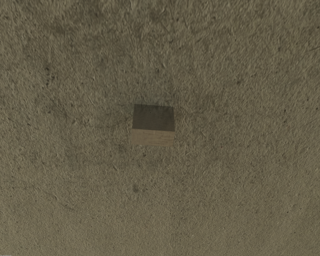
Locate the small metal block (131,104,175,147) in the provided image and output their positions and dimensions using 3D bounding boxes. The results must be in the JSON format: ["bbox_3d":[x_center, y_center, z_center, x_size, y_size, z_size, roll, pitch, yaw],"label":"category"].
[{"bbox_3d":[-0.009,-0.004,0.388,0.050,0.050,0.025,4,130,-4],"label":"small metal block"}]
